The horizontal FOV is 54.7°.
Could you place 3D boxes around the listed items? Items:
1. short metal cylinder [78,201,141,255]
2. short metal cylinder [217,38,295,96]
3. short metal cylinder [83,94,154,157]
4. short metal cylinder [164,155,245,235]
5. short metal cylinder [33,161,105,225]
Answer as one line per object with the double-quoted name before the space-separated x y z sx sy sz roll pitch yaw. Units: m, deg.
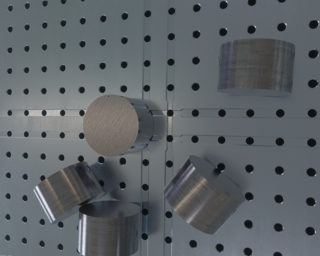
"short metal cylinder" -0.066 0.130 0.407 0.080 0.080 0.050 3 91 20
"short metal cylinder" 0.106 -0.064 0.346 0.080 0.080 0.050 4 92 20
"short metal cylinder" -0.055 -0.003 0.419 0.080 0.050 0.080 0 90 20
"short metal cylinder" 0.052 0.077 0.365 0.080 0.080 0.050 40 103 15
"short metal cylinder" -0.124 0.089 0.427 0.080 0.080 0.050 -36 78 16
